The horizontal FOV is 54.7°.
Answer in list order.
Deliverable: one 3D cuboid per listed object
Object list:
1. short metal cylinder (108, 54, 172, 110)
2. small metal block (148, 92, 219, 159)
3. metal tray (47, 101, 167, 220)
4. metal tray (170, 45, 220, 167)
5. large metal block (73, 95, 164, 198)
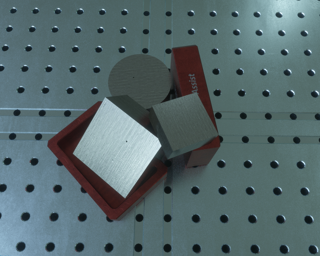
[{"bbox_3d":[-0.026,-0.051,0.417,0.081,0.050,0.080,0,70,0],"label":"short metal cylinder"},{"bbox_3d":[0.023,-0.003,0.313,0.050,0.025,0.050,-19,71,-19],"label":"small metal block"},{"bbox_3d":[-0.065,0.040,0.393,0.090,0.030,0.130,-41,76,-14],"label":"metal tray"},{"bbox_3d":[0.039,-0.025,0.387,0.030,0.090,0.129,-9,70,-3],"label":"metal tray"},{"bbox_3d":[-0.039,0.018,0.358,0.080,0.050,0.080,38,110,12],"label":"large metal block"}]
